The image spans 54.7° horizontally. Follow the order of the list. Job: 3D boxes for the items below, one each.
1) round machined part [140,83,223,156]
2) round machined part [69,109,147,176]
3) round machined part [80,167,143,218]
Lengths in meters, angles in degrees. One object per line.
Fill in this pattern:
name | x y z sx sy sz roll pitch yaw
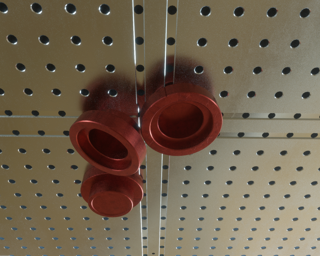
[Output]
round machined part | 0.024 -0.014 0.385 0.099 0.042 0.097 -3 129 -4
round machined part | -0.062 0.014 0.397 0.098 0.042 0.097 16 139 15
round machined part | -0.076 0.104 0.488 0.099 0.042 0.097 -1 130 0
